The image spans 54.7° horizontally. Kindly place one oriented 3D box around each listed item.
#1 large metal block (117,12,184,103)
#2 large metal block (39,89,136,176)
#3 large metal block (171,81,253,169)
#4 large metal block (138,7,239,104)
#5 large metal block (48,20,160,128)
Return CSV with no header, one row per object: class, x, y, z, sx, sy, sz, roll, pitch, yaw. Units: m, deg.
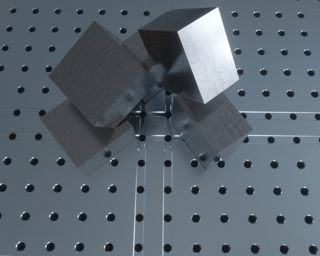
large metal block,-0.008,-0.091,0.414,0.080,0.080,0.050,-40,75,-13
large metal block,-0.089,0.001,0.396,0.080,0.050,0.080,-38,75,-13
large metal block,0.059,-0.003,0.383,0.050,0.080,0.080,-32,74,-11
large metal block,0.030,-0.081,0.337,0.050,0.080,0.080,-36,32,-17
large metal block,-0.062,-0.057,0.349,0.080,0.050,0.080,46,101,14
